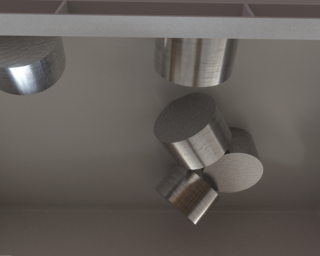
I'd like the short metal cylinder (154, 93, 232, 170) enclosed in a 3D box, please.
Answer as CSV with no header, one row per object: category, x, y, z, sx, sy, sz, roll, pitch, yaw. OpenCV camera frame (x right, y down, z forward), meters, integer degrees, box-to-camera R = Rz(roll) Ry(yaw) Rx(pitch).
short metal cylinder,0.040,0.003,0.376,0.080,0.080,0.050,-23,127,18

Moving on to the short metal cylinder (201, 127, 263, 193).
short metal cylinder,0.097,0.045,0.432,0.081,0.050,0.079,0,130,0

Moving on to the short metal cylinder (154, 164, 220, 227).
short metal cylinder,0.038,0.094,0.445,0.050,0.080,0.080,-48,123,-11

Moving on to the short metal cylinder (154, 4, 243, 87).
short metal cylinder,0.035,-0.083,0.303,0.081,0.080,0.050,2,130,-2

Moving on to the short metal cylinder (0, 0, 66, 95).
short metal cylinder,-0.134,-0.078,0.296,0.081,0.080,0.050,8,157,-7
